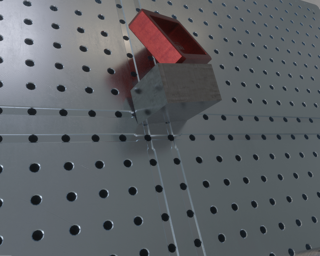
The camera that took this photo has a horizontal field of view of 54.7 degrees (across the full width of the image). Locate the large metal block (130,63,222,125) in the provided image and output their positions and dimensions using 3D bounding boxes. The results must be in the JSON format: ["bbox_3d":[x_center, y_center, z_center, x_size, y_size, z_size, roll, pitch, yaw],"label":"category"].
[{"bbox_3d":[0.018,-0.043,0.404,0.081,0.080,0.050,-6,76,-31],"label":"large metal block"}]

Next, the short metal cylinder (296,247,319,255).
[{"bbox_3d":[0.217,0.192,0.391,0.081,0.050,0.080,14,56,-21],"label":"short metal cylinder"}]

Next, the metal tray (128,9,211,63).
[{"bbox_3d":[0.020,-0.125,0.458,0.090,0.030,0.131,50,27,7],"label":"metal tray"}]
